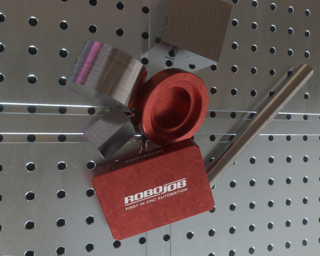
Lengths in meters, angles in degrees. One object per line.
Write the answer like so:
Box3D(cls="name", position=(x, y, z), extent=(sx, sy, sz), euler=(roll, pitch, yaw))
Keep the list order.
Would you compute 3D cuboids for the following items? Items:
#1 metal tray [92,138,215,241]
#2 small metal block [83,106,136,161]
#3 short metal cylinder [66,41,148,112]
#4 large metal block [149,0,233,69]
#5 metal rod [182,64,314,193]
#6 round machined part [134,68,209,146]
Box3D(cls="metal tray", position=(-0.007, 0.075, 0.382), extent=(0.131, 0.030, 0.089), euler=(-18, 106, -4))
Box3D(cls="small metal block", position=(-0.059, 0.007, 0.374), extent=(0.050, 0.050, 0.025), euler=(-43, 72, -14))
Box3D(cls="short metal cylinder", position=(-0.061, -0.058, 0.361), extent=(0.080, 0.080, 0.050), euler=(25, 82, -19))
Box3D(cls="large metal block", position=(0.040, -0.133, 0.414), extent=(0.081, 0.050, 0.080), euler=(16, 85, -20))
Box3D(cls="metal rod", position=(0.132, 0.009, 0.461), extent=(0.301, 0.025, 0.025), euler=(-45, 104, -15))
Box3D(cls="round machined part", position=(0.011, -0.028, 0.394), extent=(0.099, 0.042, 0.097), euler=(-16, 121, -28))
